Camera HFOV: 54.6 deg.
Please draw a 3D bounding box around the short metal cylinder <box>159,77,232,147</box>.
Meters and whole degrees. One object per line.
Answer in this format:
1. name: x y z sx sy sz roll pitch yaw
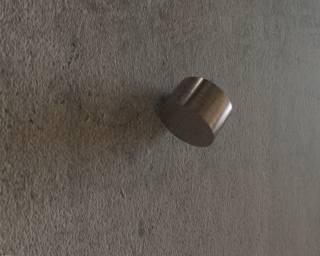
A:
1. short metal cylinder: 0.046 -0.020 0.406 0.080 0.080 0.050 52 60 -27
